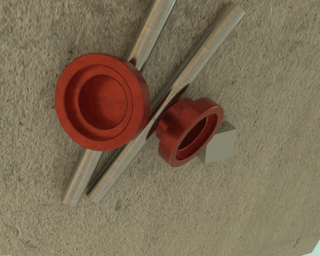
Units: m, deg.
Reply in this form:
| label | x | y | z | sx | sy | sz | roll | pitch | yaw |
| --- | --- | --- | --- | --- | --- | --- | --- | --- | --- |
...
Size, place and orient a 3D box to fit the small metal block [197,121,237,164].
| label | x | y | z | sx | sy | sz | roll | pitch | yaw |
| --- | --- | --- | --- | --- | --- | --- | --- | --- | --- |
| small metal block | 0.084 | 0.022 | 0.467 | 0.050 | 0.025 | 0.050 | -13 | 124 | -22 |

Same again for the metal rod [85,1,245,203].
| label | x | y | z | sx | sy | sz | roll | pitch | yaw |
| --- | --- | --- | --- | --- | --- | --- | --- | --- | --- |
| metal rod | 0.001 | -0.025 | 0.391 | 0.025 | 0.025 | 0.299 | 30 | 101 | -38 |

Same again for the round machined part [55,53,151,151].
| label | x | y | z | sx | sy | sz | roll | pitch | yaw |
| --- | --- | --- | --- | --- | --- | --- | --- | --- | --- |
| round machined part | -0.056 | -0.027 | 0.326 | 0.097 | 0.098 | 0.042 | -62 | 169 | 16 |

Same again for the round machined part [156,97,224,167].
| label | x | y | z | sx | sy | sz | roll | pitch | yaw |
| --- | --- | --- | --- | --- | --- | --- | --- | --- | --- |
| round machined part | 0.033 | 0.000 | 0.398 | 0.099 | 0.042 | 0.098 | -37 | 153 | -23 |

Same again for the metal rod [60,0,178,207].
| label | x | y | z | sx | sy | sz | roll | pitch | yaw |
| --- | --- | --- | --- | --- | --- | --- | --- | --- | --- |
| metal rod | -0.049 | -0.033 | 0.359 | 0.025 | 0.025 | 0.298 | 16 | 110 | -35 |
